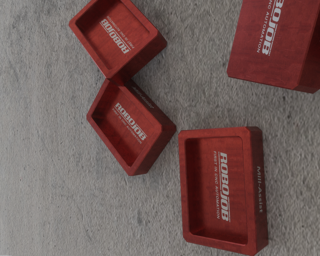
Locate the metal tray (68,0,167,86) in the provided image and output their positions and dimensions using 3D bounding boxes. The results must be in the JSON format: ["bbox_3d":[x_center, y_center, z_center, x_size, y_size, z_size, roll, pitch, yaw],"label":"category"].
[{"bbox_3d":[-0.062,-0.132,0.432,0.090,0.030,0.130,-41,63,8],"label":"metal tray"}]

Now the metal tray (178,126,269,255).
[{"bbox_3d":[0.068,0.065,0.345,0.090,0.030,0.129,-4,87,40],"label":"metal tray"}]

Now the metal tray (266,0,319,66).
[{"bbox_3d":[0.164,-0.099,0.266,0.130,0.030,0.089,14,99,39],"label":"metal tray"}]

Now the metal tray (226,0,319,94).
[{"bbox_3d":[0.114,-0.103,0.283,0.090,0.030,0.129,30,112,57],"label":"metal tray"}]

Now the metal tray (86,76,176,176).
[{"bbox_3d":[-0.046,-0.008,0.439,0.130,0.030,0.089,48,118,29],"label":"metal tray"}]
